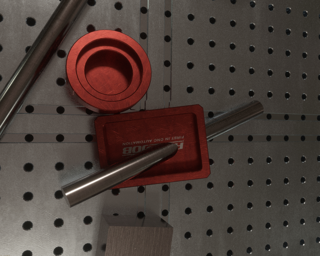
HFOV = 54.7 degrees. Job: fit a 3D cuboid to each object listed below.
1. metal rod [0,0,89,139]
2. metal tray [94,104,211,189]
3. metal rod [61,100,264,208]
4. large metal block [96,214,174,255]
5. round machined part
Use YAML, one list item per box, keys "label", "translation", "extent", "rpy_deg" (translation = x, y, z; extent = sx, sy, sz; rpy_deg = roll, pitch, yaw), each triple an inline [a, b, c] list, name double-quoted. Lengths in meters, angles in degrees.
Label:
- label: "metal rod"
  translation: [-0.145, -0.075, 0.358]
  extent: [0.025, 0.025, 0.299]
  rpy_deg: [32, 80, -18]
- label: "metal tray"
  translation: [-0.009, 0.022, 0.384]
  extent: [0.131, 0.030, 0.089]
  rpy_deg: [-7, 93, 0]
- label: "metal rod"
  translation: [0.023, 0.022, 0.401]
  extent: [0.302, 0.025, 0.025]
  rpy_deg: [-23, 98, -27]
- label: "large metal block"
  translation: [-0.035, 0.156, 0.388]
  extent: [0.081, 0.050, 0.080]
  rpy_deg: [9, 87, -20]
- label: "round machined part"
  translation: [-0.063, -0.064, 0.375]
  extent: [0.099, 0.042, 0.097]
  rpy_deg: [3, 80, -17]
